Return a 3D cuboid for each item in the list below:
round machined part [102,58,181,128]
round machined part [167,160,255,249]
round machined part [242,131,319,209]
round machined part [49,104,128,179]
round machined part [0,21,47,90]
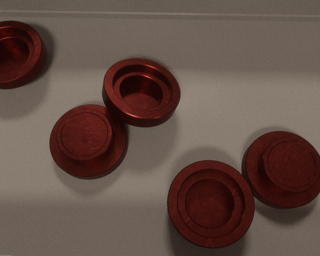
[{"bbox_3d":[-0.026,-0.041,0.405,0.099,0.042,0.098,8,55,-12],"label":"round machined part"},{"bbox_3d":[0.057,0.091,0.368,0.099,0.042,0.098,0,70,-1],"label":"round machined part"},{"bbox_3d":[0.156,0.049,0.385,0.099,0.042,0.098,0,70,-1],"label":"round machined part"},{"bbox_3d":[-0.091,0.014,0.394,0.099,0.042,0.098,0,70,-1],"label":"round machined part"},{"bbox_3d":[-0.208,-0.097,0.434,0.099,0.042,0.098,0,70,-1],"label":"round machined part"}]
